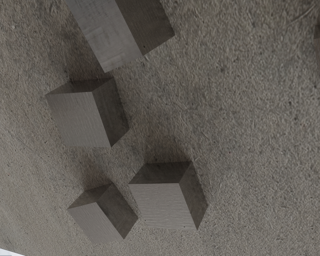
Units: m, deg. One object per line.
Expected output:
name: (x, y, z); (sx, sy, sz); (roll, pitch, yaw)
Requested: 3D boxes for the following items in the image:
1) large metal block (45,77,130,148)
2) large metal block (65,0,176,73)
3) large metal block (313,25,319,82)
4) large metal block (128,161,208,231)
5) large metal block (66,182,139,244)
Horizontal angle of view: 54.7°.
large metal block: (-0.098, -0.021, 0.430); (0.080, 0.050, 0.080); (0, 119, 28)
large metal block: (-0.037, -0.114, 0.320); (0.050, 0.080, 0.080); (-15, 111, 34)
large metal block: (0.181, -0.053, 0.262); (0.080, 0.050, 0.080); (-7, 115, 31)
large metal block: (0.013, 0.096, 0.443); (0.080, 0.050, 0.080); (-7, 115, 31)
large metal block: (-0.099, 0.148, 0.535); (0.080, 0.050, 0.080); (-22, 107, 36)
